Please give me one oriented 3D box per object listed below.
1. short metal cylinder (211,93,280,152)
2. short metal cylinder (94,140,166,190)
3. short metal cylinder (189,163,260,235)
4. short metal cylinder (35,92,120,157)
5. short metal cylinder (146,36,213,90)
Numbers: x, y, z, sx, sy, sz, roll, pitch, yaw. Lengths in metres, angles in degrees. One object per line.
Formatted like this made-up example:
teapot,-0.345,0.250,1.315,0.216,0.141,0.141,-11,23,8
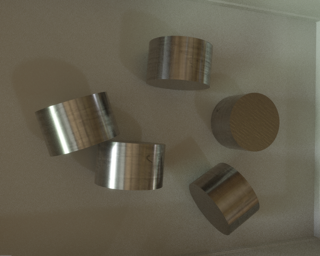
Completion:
short metal cylinder,0.120,-0.008,0.441,0.081,0.050,0.080,0,90,-20
short metal cylinder,-0.035,0.041,0.368,0.081,0.080,0.050,4,89,-20
short metal cylinder,0.084,0.093,0.412,0.050,0.080,0.080,-33,101,-17
short metal cylinder,-0.091,-0.005,0.348,0.081,0.080,0.050,-19,97,-19
short metal cylinder,0.024,-0.079,0.390,0.081,0.080,0.050,5,89,-20
